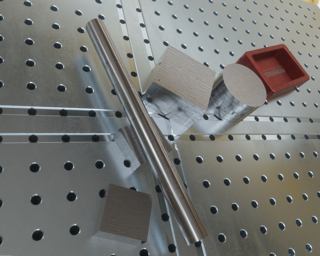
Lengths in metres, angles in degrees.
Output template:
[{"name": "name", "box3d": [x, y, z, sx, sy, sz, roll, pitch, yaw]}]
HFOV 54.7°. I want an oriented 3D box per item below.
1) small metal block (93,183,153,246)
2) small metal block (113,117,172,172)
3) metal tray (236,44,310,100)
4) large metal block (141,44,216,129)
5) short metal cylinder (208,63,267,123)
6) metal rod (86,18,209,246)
[{"name": "small metal block", "box3d": [-0.038, 0.093, 0.331, 0.050, 0.025, 0.050, 20, 54, -17]}, {"name": "small metal block", "box3d": [-0.022, 0.020, 0.384, 0.050, 0.025, 0.050, -23, 74, -36]}, {"name": "metal tray", "box3d": [0.216, -0.109, 0.586, 0.131, 0.030, 0.090, -20, 72, -35]}, {"name": "large metal block", "box3d": [0.027, -0.059, 0.442, 0.080, 0.050, 0.080, 28, 52, -11]}, {"name": "short metal cylinder", "box3d": [0.119, -0.054, 0.489, 0.081, 0.050, 0.080, 14, 56, -21]}, {"name": "metal rod", "box3d": [-0.024, -0.010, 0.369, 0.025, 0.025, 0.299, -14, 68, -34]}]
